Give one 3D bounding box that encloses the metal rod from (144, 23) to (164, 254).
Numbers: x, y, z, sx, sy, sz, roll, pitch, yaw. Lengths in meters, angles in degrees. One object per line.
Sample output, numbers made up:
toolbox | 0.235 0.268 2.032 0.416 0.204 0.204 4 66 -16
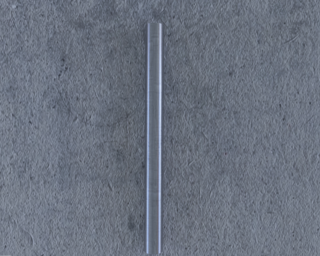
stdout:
metal rod | -0.008 0.014 0.411 0.025 0.025 0.298 0 90 -1
